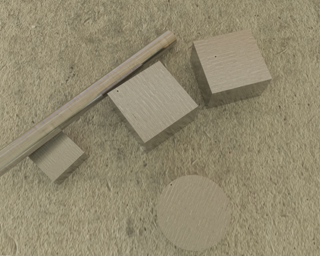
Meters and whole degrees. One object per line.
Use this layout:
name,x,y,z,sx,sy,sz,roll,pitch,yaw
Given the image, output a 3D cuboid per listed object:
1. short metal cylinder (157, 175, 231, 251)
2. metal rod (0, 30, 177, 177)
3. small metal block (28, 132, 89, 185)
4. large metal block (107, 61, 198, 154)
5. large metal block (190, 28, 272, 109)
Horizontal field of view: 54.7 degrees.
short metal cylinder,0.037,0.099,0.359,0.081,0.050,0.080,0,70,0
metal rod,-0.090,-0.041,0.403,0.025,0.025,0.301,43,68,14
small metal block,-0.129,0.036,0.394,0.050,0.025,0.050,41,75,13
large metal block,-0.009,-0.026,0.405,0.080,0.050,0.080,-35,74,-12
large metal block,0.093,-0.080,0.425,0.081,0.050,0.080,-14,71,-5
